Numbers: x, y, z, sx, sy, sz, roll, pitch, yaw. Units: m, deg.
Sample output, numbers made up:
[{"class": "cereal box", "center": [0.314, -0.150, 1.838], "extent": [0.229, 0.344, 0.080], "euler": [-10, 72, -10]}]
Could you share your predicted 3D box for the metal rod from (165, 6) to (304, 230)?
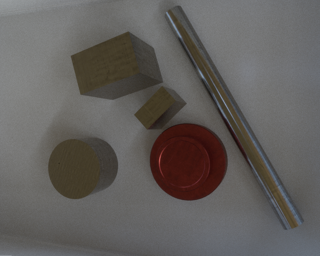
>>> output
[{"class": "metal rod", "center": [0.085, -0.020, 0.379], "extent": [0.025, 0.025, 0.299], "euler": [-30, 80, 17]}]

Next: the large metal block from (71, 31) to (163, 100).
[{"class": "large metal block", "center": [-0.052, -0.075, 0.399], "extent": [0.080, 0.080, 0.050], "euler": [-17, 85, 19]}]

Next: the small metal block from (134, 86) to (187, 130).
[{"class": "small metal block", "center": [0.002, -0.024, 0.396], "extent": [0.050, 0.050, 0.025], "euler": [-45, 77, 14]}]

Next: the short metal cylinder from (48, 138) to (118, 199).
[{"class": "short metal cylinder", "center": [-0.106, 0.054, 0.433], "extent": [0.080, 0.050, 0.079], "euler": [0, 90, 19]}]

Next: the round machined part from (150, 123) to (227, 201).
[{"class": "round machined part", "center": [0.033, 0.043, 0.389], "extent": [0.098, 0.042, 0.097], "euler": [0, 90, 19]}]
